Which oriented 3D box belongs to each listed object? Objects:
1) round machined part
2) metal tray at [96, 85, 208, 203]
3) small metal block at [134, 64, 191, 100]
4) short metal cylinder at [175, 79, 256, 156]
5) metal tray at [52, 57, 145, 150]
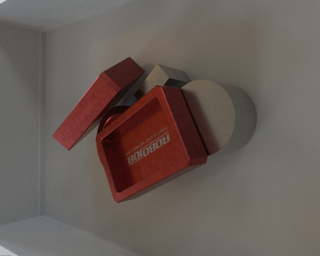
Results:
[{"bbox_3d":[-0.040,0.019,0.426,0.098,0.042,0.097,0,90,39],"label":"round machined part"},{"bbox_3d":[-0.017,0.022,0.351,0.130,0.030,0.090,-35,68,39],"label":"metal tray"},{"bbox_3d":[0.005,-0.048,0.382,0.050,0.050,0.025,-50,61,27],"label":"small metal block"},{"bbox_3d":[0.057,-0.010,0.340,0.080,0.050,0.079,0,90,39],"label":"short metal cylinder"},{"bbox_3d":[-0.084,-0.034,0.427,0.030,0.090,0.129,44,120,-5],"label":"metal tray"}]
